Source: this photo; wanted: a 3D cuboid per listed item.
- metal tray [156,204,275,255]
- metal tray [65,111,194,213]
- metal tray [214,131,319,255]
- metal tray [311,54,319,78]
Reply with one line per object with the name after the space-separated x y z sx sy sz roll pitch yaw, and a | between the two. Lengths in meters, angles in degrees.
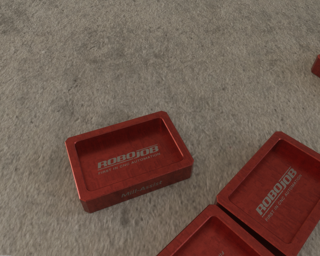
0.038 0.143 0.279 0.131 0.030 0.090 -36 59 -27 | metal tray
-0.037 0.035 0.369 0.131 0.030 0.090 -17 52 -14 | metal tray
0.133 0.070 0.342 0.090 0.030 0.131 36 58 26 | metal tray
0.314 -0.079 0.470 0.091 0.030 0.130 -26 55 -21 | metal tray
